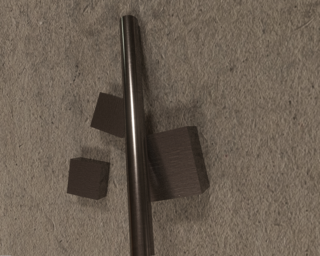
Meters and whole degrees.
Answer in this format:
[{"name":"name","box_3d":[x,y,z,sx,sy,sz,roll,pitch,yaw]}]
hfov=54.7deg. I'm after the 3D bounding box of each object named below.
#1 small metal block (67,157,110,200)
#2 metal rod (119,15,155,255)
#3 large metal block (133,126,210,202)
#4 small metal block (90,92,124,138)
[{"name":"small metal block","box_3d":[-0.102,0.071,0.444,0.050,0.025,0.050,8,93,19]},{"name":"metal rod","box_3d":[-0.030,-0.007,0.371,0.025,0.025,0.299,-13,68,19]},{"name":"large metal block","box_3d":[0.011,0.045,0.391,0.080,0.050,0.080,-13,86,19]},{"name":"small metal block","box_3d":[-0.063,-0.018,0.430,0.050,0.025,0.050,19,96,18]}]
